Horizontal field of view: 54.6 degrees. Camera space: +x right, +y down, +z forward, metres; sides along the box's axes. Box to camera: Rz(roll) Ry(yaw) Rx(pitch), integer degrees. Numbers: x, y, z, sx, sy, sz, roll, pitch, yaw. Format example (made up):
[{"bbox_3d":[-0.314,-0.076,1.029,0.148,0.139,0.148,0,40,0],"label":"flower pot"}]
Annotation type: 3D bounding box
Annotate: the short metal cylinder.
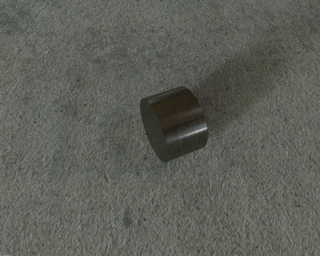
[{"bbox_3d":[0.015,-0.005,0.372,0.050,0.080,0.080,-20,53,-16],"label":"short metal cylinder"}]
